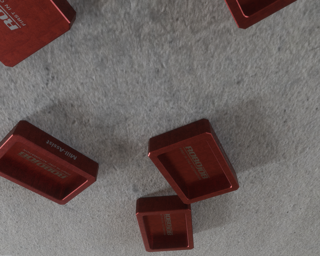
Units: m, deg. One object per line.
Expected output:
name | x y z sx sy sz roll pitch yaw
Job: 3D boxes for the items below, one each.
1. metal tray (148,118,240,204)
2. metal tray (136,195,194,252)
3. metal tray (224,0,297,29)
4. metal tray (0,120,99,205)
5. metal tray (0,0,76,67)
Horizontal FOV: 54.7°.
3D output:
metal tray | 0.051 0.054 0.450 0.090 0.030 0.130 -21 128 16
metal tray | 0.012 0.173 0.551 0.091 0.030 0.129 -5 130 3
metal tray | 0.082 -0.164 0.265 0.090 0.030 0.130 -27 126 20
metal tray | -0.167 0.055 0.448 0.130 0.030 0.090 37 121 -28
metal tray | -0.156 -0.131 0.290 0.090 0.030 0.130 -25 126 19
